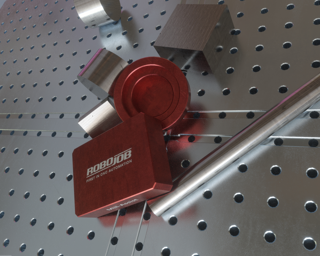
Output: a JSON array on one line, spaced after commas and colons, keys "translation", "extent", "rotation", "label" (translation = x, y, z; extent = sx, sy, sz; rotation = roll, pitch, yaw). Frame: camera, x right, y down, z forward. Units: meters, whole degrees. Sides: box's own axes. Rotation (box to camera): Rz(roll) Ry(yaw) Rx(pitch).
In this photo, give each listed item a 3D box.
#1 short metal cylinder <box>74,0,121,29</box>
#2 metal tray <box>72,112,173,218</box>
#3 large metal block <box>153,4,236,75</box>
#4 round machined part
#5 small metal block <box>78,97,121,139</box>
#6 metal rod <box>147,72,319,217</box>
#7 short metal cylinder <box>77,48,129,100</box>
[{"translation": [-0.115, -0.232, 0.576], "extent": [0.050, 0.080, 0.080], "rotation": [-10, 57, 23], "label": "short metal cylinder"}, {"translation": [-0.051, 0.048, 0.372], "extent": [0.130, 0.030, 0.090], "rotation": [-27, 60, 31], "label": "metal tray"}, {"translation": [0.050, -0.129, 0.445], "extent": [0.080, 0.050, 0.080], "rotation": [17, 70, 34], "label": "large metal block"}, {"translation": [-0.008, -0.041, 0.411], "extent": [0.098, 0.042, 0.097], "rotation": [-1, 84, 14], "label": "round machined part"}, {"translation": [-0.077, -0.007, 0.433], "extent": [0.050, 0.050, 0.025], "rotation": [-37, 20, 5], "label": "small metal block"}, {"translation": [0.112, 0.002, 0.347], "extent": [0.300, 0.025, 0.025], "rotation": [-37, 51, 3], "label": "metal rod"}, {"translation": [-0.073, -0.070, 0.454], "extent": [0.080, 0.080, 0.050], "rotation": [27, 76, 37], "label": "short metal cylinder"}]
